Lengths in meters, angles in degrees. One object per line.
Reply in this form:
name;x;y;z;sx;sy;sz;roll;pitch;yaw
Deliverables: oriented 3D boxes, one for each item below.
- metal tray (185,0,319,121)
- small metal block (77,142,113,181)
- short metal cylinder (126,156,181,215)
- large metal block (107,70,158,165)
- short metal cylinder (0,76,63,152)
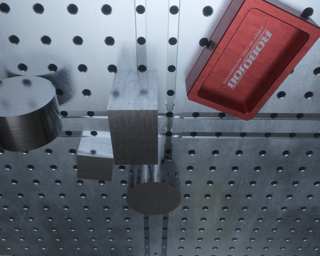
metal tray;0.097;-0.075;0.345;0.091;0.030;0.129;18;128;-16
small metal block;-0.094;0.050;0.453;0.050;0.025;0.050;7;130;-6
short metal cylinder;-0.009;0.088;0.470;0.081;0.050;0.079;0;130;0
large metal block;-0.027;-0.014;0.364;0.050;0.080;0.079;0;130;0
short metal cylinder;-0.158;-0.018;0.358;0.081;0.080;0.050;1;130;-1
